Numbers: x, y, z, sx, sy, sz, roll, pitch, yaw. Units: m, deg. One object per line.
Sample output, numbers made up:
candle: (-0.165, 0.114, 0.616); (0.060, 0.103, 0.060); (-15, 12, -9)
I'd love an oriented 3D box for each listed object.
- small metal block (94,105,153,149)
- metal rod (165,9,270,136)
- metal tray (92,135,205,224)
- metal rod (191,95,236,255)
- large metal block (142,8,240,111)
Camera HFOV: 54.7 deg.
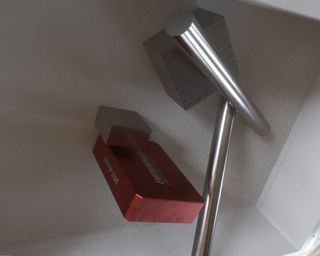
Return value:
small metal block: (-0.045, -0.001, 0.369); (0.050, 0.050, 0.025); (8, 114, -33)
metal rod: (0.089, -0.042, 0.371); (0.025, 0.025, 0.301); (-50, 146, 7)
metal tray: (-0.018, 0.055, 0.366); (0.091, 0.130, 0.030); (14, 111, -34)
metal rod: (0.072, 0.086, 0.423); (0.025, 0.025, 0.298); (13, 87, -34)
large metal block: (0.038, -0.081, 0.365); (0.080, 0.050, 0.080); (-34, 129, -7)
